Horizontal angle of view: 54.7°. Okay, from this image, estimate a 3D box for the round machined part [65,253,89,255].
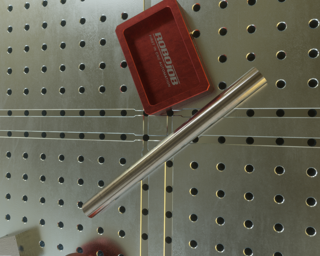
[{"bbox_3d":[-0.113,0.227,0.443,0.098,0.042,0.097,0,90,20],"label":"round machined part"}]

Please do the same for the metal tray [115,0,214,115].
[{"bbox_3d":[0.005,-0.091,0.408,0.090,0.030,0.129,-23,83,18],"label":"metal tray"}]

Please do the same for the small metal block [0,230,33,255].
[{"bbox_3d":[-0.235,0.197,0.496,0.050,0.025,0.050,-18,84,19],"label":"small metal block"}]

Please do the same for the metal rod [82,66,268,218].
[{"bbox_3d":[0.009,0.028,0.409,0.300,0.025,0.025,-39,78,15],"label":"metal rod"}]
